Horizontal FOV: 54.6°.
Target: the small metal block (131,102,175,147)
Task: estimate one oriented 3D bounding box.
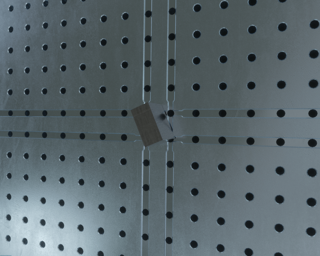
[{"bbox_3d":[-0.008,-0.004,0.402,0.025,0.050,0.050,-24,83,18],"label":"small metal block"}]
